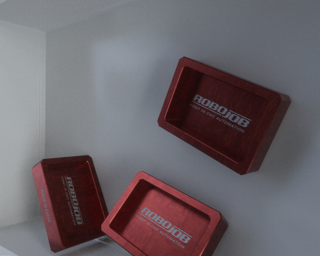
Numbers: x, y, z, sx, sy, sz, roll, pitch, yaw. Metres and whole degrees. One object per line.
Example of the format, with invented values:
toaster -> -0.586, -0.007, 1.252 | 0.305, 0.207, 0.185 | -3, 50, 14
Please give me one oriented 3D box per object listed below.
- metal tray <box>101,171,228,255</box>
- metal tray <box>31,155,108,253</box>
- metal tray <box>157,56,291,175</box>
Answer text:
metal tray -> 0.002, 0.117, 0.370 | 0.130, 0.030, 0.090 | 22, 69, 37
metal tray -> -0.132, 0.109, 0.470 | 0.030, 0.091, 0.130 | -32, 70, 35
metal tray -> 0.064, -0.018, 0.348 | 0.130, 0.030, 0.089 | 31, 109, 35
